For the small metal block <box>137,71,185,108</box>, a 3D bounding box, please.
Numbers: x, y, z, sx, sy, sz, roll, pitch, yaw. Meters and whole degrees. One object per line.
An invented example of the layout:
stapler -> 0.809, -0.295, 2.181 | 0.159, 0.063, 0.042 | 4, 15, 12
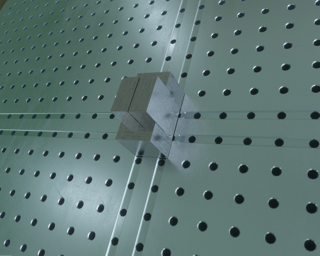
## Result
small metal block -> -0.001, -0.051, 0.424 | 0.050, 0.050, 0.025 | 2, 63, 29

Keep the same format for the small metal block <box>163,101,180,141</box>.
small metal block -> -0.005, -0.012, 0.419 | 0.050, 0.025, 0.050 | 1, 62, 30

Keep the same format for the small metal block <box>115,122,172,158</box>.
small metal block -> -0.020, 0.015, 0.394 | 0.050, 0.050, 0.025 | 2, 62, 29

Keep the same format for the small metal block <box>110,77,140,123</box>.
small metal block -> -0.032, -0.030, 0.396 | 0.025, 0.050, 0.050 | 2, 63, 29

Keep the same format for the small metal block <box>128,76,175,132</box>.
small metal block -> -0.009, -0.029, 0.383 | 0.025, 0.050, 0.050 | 1, 62, 30
